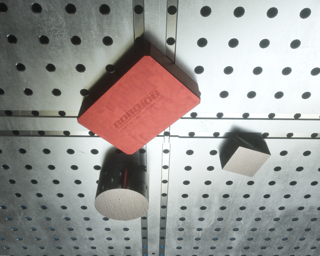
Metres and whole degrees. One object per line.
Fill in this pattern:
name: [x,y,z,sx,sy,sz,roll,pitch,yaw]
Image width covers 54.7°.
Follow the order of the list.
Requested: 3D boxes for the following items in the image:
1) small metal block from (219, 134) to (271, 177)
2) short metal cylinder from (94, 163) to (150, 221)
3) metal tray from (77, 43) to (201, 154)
small metal block: [0.122,0.041,0.449,0.050,0.025,0.050,16,128,-14]
short metal cylinder: [-0.057,0.099,0.479,0.081,0.050,0.079,0,131,0]
metal tray: [-0.027,-0.030,0.383,0.090,0.030,0.130,37,121,-28]
